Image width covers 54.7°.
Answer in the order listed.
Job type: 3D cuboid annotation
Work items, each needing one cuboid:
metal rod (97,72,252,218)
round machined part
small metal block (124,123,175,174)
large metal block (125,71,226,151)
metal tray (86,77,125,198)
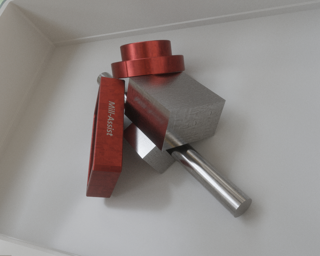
[{"bbox_3d":[-0.003,0.001,0.403,0.025,0.025,0.300,-45,51,-3],"label":"metal rod"},{"bbox_3d":[-0.017,-0.093,0.419,0.098,0.099,0.042,-2,102,27],"label":"round machined part"},{"bbox_3d":[-0.014,0.023,0.379,0.025,0.050,0.050,-44,51,-2],"label":"small metal block"},{"bbox_3d":[0.015,-0.024,0.368,0.081,0.050,0.080,-14,41,-35],"label":"large metal block"},{"bbox_3d":[-0.069,0.012,0.391,0.030,0.089,0.130,7,56,-15],"label":"metal tray"}]
